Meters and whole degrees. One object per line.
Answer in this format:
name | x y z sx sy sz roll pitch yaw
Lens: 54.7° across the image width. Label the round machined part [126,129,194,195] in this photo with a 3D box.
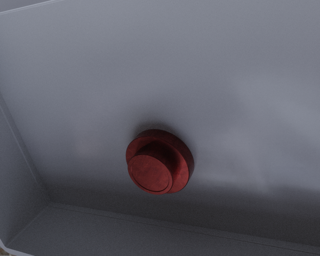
round machined part | -0.005 0.054 0.433 0.098 0.042 0.097 13 124 20
